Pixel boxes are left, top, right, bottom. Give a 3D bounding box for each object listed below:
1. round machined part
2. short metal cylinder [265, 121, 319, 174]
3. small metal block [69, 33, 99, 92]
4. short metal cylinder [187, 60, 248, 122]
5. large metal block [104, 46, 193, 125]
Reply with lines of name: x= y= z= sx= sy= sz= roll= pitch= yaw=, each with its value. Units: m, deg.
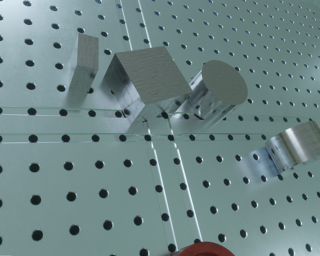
round machined part: x=0.043 y=0.171 z=0.316 sx=0.099 sy=0.042 sz=0.098 roll=14 pitch=56 yaw=-21
short metal cylinder: x=0.207 y=0.030 z=0.466 sx=0.081 sy=0.080 sz=0.050 roll=-8 pitch=66 yaw=-32
small metal block: x=-0.096 y=-0.081 z=0.390 sx=0.025 sy=0.050 sz=0.050 roll=8 pitch=58 yaw=-24
short metal cylinder: x=0.085 y=-0.056 z=0.472 sx=0.081 sy=0.050 sz=0.080 roll=14 pitch=56 yaw=-21
large metal block: x=-0.016 y=-0.059 z=0.420 sx=0.081 sy=0.050 sz=0.080 roll=-19 pitch=72 yaw=-35
